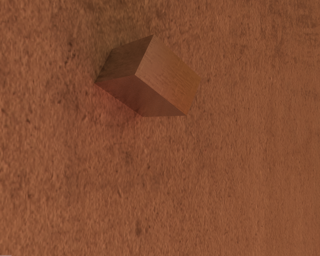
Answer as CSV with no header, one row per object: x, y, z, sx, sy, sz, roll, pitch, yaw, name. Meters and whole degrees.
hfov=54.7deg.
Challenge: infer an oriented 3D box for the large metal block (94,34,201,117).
-0.014,-0.055,0.359,0.080,0.080,0.050,35,68,-35,large metal block
